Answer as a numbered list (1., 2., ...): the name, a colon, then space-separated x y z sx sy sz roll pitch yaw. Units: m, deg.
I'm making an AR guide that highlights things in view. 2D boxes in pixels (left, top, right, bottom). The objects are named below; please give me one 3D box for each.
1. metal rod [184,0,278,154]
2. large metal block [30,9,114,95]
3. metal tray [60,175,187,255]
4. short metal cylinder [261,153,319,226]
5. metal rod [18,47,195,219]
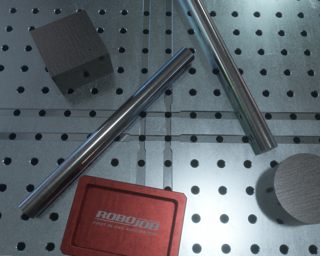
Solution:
1. metal rod: 0.090 -0.104 0.450 0.025 0.025 0.299 -19 71 -7
2. large metal block: -0.122 -0.107 0.436 0.080 0.050 0.080 -26 72 -10
3. metal tray: -0.040 0.113 0.367 0.131 0.030 0.090 10 70 3
4. short metal cylinder: 0.169 0.075 0.373 0.081 0.050 0.080 0 70 0
5. metal rod: -0.060 -0.004 0.412 0.025 0.025 0.301 40 74 13
